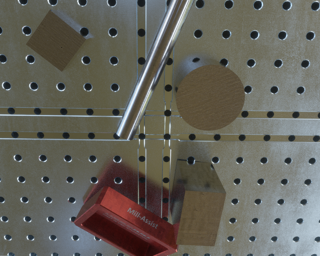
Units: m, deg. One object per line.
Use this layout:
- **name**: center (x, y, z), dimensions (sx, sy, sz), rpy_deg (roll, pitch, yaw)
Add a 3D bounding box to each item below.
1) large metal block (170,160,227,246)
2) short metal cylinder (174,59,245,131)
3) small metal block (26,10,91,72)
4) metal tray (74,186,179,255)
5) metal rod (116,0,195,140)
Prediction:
- **large metal block**: center (0.048, 0.099, 0.420), dimensions (0.050, 0.080, 0.079), rpy_deg (5, 110, -6)
- **short metal cylinder**: center (0.059, -0.043, 0.385), dimensions (0.081, 0.050, 0.079), rpy_deg (0, 110, -1)
- **small metal block**: center (-0.121, -0.105, 0.373), dimensions (0.050, 0.025, 0.050), rpy_deg (38, 105, -13)
- **metal tray**: center (-0.046, 0.142, 0.441), dimensions (0.130, 0.030, 0.090), rpy_deg (34, 134, -12)
- **metal rod**: center (0.012, -0.119, 0.369), dimensions (0.025, 0.025, 0.298), rpy_deg (22, 108, -8)
